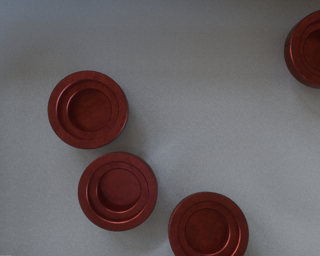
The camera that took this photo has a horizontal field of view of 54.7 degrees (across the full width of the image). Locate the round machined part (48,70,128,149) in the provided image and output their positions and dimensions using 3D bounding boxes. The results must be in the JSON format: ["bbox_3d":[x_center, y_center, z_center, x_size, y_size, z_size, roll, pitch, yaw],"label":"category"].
[{"bbox_3d":[-0.089,-0.023,0.402,0.099,0.042,0.097,0,90,0],"label":"round machined part"}]

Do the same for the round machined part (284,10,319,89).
[{"bbox_3d":[0.210,-0.099,0.404,0.099,0.042,0.097,0,90,0],"label":"round machined part"}]

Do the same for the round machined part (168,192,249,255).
[{"bbox_3d":[0.059,0.131,0.398,0.099,0.042,0.098,0,80,-2],"label":"round machined part"}]

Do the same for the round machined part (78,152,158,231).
[{"bbox_3d":[-0.052,0.079,0.402,0.099,0.042,0.097,0,90,0],"label":"round machined part"}]
